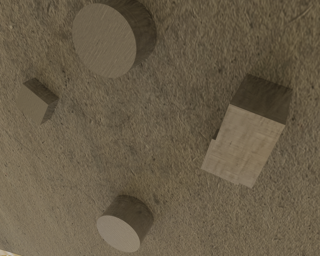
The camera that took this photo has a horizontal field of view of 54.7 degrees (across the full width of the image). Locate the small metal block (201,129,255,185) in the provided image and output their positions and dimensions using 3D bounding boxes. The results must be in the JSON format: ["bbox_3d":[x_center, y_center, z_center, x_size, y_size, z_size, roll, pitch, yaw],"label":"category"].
[{"bbox_3d":[0.084,0.036,0.384,0.050,0.025,0.050,23,127,13],"label":"small metal block"}]

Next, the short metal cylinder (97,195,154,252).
[{"bbox_3d":[-0.058,0.159,0.518,0.080,0.050,0.079,13,124,20],"label":"short metal cylinder"}]

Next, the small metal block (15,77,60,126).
[{"bbox_3d":[-0.190,-0.041,0.479,0.050,0.025,0.050,40,129,1],"label":"small metal block"}]

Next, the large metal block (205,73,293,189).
[{"bbox_3d":[0.093,0.000,0.322,0.050,0.080,0.079,23,127,14],"label":"large metal block"}]

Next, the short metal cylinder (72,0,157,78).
[{"bbox_3d":[-0.051,-0.104,0.352,0.080,0.050,0.079,13,124,20],"label":"short metal cylinder"}]
